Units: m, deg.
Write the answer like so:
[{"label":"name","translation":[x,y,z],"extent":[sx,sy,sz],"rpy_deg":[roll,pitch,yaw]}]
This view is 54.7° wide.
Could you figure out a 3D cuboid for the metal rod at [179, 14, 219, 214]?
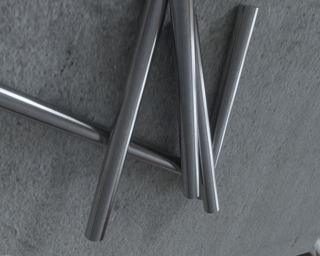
[{"label":"metal rod","translation":[0.056,0.001,0.421],"extent":[0.025,0.025,0.298],"rpy_deg":[-22,121,-16]}]

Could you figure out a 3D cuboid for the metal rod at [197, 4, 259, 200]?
[{"label":"metal rod","translation":[0.088,-0.018,0.445],"extent":[0.025,0.025,0.298],"rpy_deg":[-6,121,-26]}]

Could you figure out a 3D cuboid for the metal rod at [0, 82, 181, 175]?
[{"label":"metal rod","translation":[-0.058,0.015,0.385],"extent":[0.301,0.025,0.025],"rpy_deg":[25,104,-37]}]

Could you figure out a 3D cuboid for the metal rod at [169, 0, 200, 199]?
[{"label":"metal rod","translation":[0.033,-0.028,0.378],"extent":[0.025,0.025,0.298],"rpy_deg":[-18,125,-18]}]

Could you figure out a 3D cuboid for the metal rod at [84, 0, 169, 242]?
[{"label":"metal rod","translation":[-0.041,-0.004,0.355],"extent":[0.025,0.025,0.298],"rpy_deg":[8,106,-32]}]
